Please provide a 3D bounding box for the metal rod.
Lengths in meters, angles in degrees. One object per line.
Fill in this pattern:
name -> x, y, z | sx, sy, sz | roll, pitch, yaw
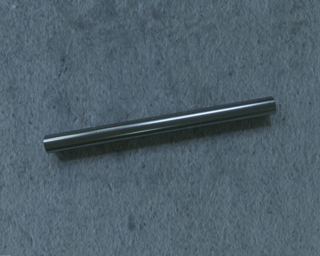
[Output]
metal rod -> 0.001, -0.004, 0.409 | 0.302, 0.025, 0.025 | -10, 90, -1
